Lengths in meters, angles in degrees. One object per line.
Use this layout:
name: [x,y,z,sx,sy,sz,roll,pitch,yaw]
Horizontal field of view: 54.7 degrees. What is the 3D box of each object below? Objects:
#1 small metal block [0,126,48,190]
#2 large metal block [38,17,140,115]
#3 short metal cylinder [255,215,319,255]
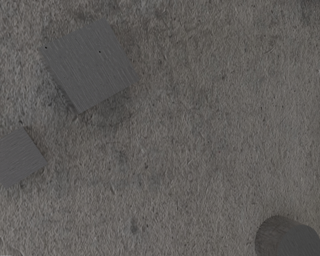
small metal block: [-0.163,0.032,0.349,0.050,0.025,0.050,-34,101,-17]
large metal block: [-0.083,-0.070,0.365,0.080,0.050,0.080,-33,101,-17]
short metal cylinder: [0.192,0.179,0.467,0.081,0.050,0.080,0,90,-20]
